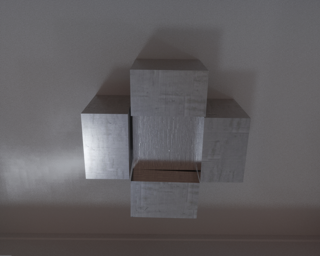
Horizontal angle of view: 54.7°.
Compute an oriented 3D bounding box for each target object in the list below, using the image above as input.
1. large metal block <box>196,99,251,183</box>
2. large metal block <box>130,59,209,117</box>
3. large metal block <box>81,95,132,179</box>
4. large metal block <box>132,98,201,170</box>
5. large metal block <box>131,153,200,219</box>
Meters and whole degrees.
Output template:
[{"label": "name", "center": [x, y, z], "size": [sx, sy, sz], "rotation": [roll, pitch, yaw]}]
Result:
[{"label": "large metal block", "center": [0.073, 0.013, 0.386], "size": [0.050, 0.080, 0.079], "rotation": [1, 110, 0]}, {"label": "large metal block", "center": [0.009, -0.050, 0.362], "size": [0.081, 0.080, 0.050], "rotation": [1, 110, -1]}, {"label": "large metal block", "center": [-0.060, 0.008, 0.383], "size": [0.050, 0.080, 0.079], "rotation": [1, 110, 0]}, {"label": "large metal block", "center": [0.008, 0.006, 0.398], "size": [0.081, 0.050, 0.079], "rotation": [1, 110, -1]}, {"label": "large metal block", "center": [0.005, 0.072, 0.407], "size": [0.081, 0.080, 0.050], "rotation": [2, 110, -1]}]
